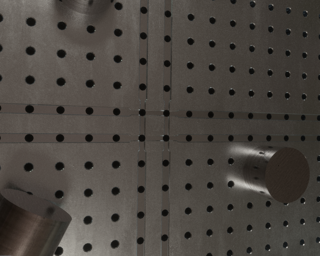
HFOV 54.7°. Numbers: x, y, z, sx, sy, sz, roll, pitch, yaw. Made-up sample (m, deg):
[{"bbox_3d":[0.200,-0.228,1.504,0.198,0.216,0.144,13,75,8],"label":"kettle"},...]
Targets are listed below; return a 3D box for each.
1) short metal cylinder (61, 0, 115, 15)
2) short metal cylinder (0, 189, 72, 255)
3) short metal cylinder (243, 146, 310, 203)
[{"bbox_3d":[-0.085,-0.183,0.368,0.081,0.050,0.079,0,90,-21],"label":"short metal cylinder"},{"bbox_3d":[-0.143,0.105,0.331,0.080,0.080,0.050,29,81,-18],"label":"short metal cylinder"},{"bbox_3d":[0.175,0.067,0.466,0.081,0.050,0.079,0,90,-21],"label":"short metal cylinder"}]
